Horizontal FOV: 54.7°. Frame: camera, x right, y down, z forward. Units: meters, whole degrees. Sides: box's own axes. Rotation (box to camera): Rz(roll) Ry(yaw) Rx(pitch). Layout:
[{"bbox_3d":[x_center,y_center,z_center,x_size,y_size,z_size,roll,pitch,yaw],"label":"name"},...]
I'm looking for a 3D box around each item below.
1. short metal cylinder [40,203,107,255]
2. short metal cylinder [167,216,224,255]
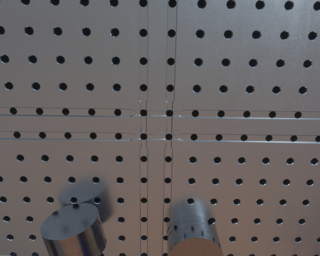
[{"bbox_3d":[-0.121,0.151,0.438,0.080,0.080,0.050,-9,110,3],"label":"short metal cylinder"},{"bbox_3d":[0.051,0.181,0.467,0.081,0.050,0.079,0,110,0],"label":"short metal cylinder"}]
